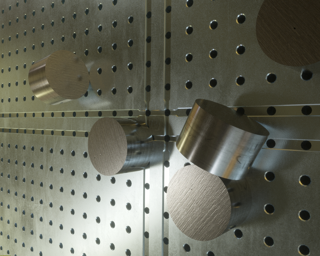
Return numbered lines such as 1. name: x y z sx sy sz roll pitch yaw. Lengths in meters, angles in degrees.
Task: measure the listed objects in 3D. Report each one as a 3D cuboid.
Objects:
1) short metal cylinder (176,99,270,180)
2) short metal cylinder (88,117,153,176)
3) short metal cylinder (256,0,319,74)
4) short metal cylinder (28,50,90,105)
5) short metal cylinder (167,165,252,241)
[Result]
1. short metal cylinder: 0.063 0.010 0.320 0.080 0.081 0.050 36 112 34
2. short metal cylinder: -0.056 0.025 0.437 0.080 0.050 0.079 0 90 39
3. short metal cylinder: 0.136 -0.092 0.280 0.080 0.050 0.079 0 90 39
4. short metal cylinder: -0.164 -0.081 0.505 0.050 0.081 0.080 -10 84 39
5. short metal cylinder: 0.055 0.079 0.347 0.080 0.050 0.079 0 90 39
